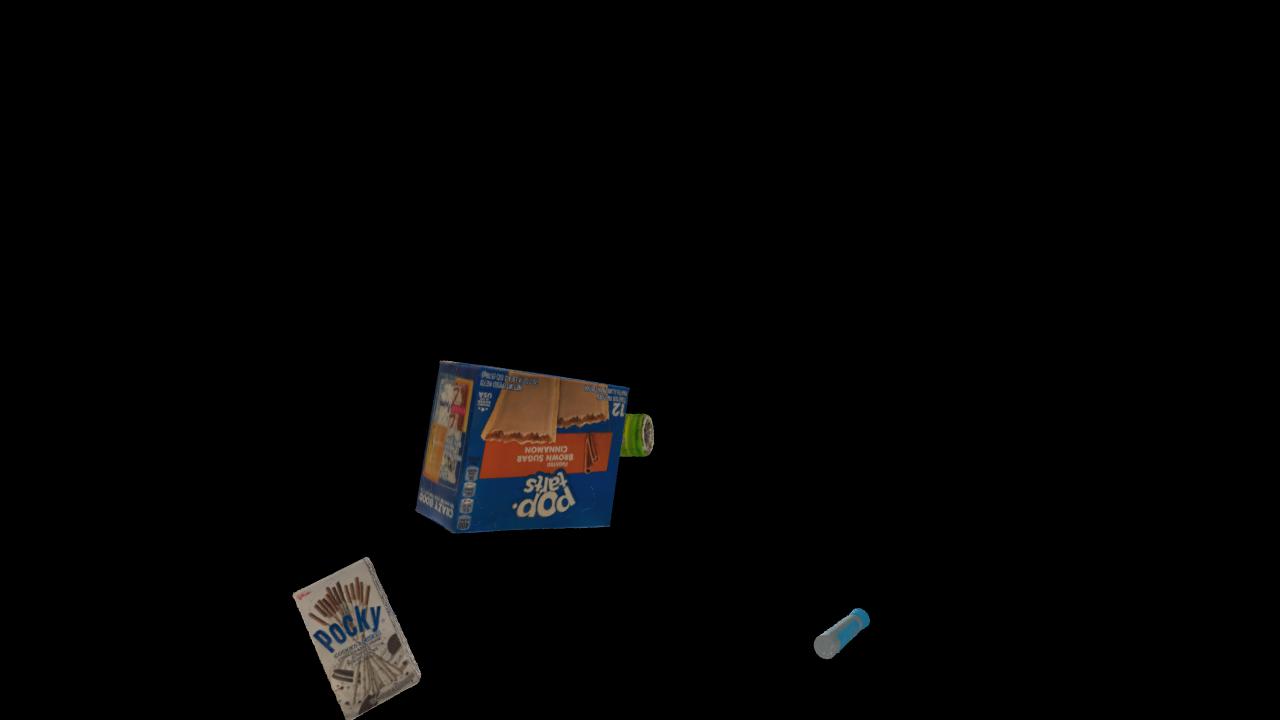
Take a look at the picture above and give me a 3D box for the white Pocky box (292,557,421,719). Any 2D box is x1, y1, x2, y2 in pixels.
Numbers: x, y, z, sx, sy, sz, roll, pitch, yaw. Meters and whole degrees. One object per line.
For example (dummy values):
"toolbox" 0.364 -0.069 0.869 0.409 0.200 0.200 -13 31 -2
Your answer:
"white Pocky box" -0.319 0.313 0.698 0.084 0.154 0.028 -25 -4 -17

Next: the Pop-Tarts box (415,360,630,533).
"Pop-Tarts box" -0.106 0.082 0.582 0.167 0.141 0.083 11 -4 -40

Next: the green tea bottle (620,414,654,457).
"green tea bottle" -0.086 0.124 1.008 0.212 0.073 0.073 -3 -1 15

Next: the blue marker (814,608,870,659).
"blue marker" 0.187 0.247 0.561 0.020 0.020 0.121 0 -8 34
